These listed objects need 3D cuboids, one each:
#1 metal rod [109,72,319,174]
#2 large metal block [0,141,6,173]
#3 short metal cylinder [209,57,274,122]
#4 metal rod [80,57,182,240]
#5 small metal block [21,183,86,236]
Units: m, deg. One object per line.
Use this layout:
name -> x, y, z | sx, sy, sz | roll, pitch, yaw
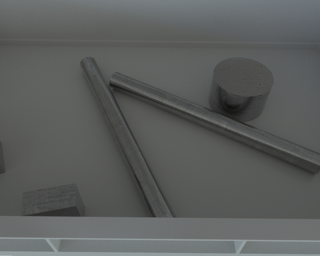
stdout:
metal rod -> 0.062, -0.014, 0.417 | 0.301, 0.025, 0.025 | 24, 54, 18
large metal block -> -0.233, 0.023, 0.347 | 0.081, 0.080, 0.050 | -19, 53, -15
short metal cylinder -> 0.112, -0.055, 0.436 | 0.081, 0.050, 0.080 | 0, 50, 0
metal rod -> -0.051, 0.003, 0.401 | 0.025, 0.025, 0.300 | -19, 53, -16
small metal block -> -0.107, 0.084, 0.317 | 0.050, 0.050, 0.025 | -9, 51, -8
